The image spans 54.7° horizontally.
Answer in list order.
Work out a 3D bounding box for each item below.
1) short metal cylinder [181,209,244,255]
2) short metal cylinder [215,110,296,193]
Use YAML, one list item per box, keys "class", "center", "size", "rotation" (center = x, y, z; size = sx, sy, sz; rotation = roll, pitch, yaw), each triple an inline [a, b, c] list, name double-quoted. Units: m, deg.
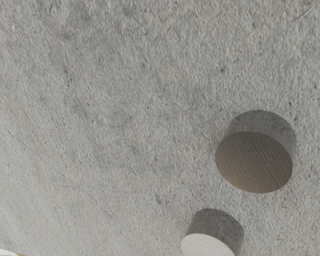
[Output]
- class: "short metal cylinder"
  center: [0.077, 0.166, 0.452]
  size: [0.080, 0.050, 0.079]
  rotation: [13, 124, 21]
- class: "short metal cylinder"
  center: [0.109, 0.026, 0.350]
  size: [0.080, 0.050, 0.079]
  rotation: [13, 124, 21]
